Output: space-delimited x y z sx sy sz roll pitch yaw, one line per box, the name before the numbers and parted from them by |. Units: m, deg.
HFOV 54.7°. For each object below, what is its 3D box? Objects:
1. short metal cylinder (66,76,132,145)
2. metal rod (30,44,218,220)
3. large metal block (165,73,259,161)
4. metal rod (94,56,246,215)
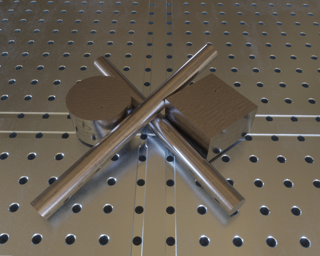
short metal cylinder | -0.077 -0.023 0.405 0.081 0.050 0.080 0 50 0
metal rod | -0.029 -0.009 0.383 0.025 0.025 0.301 35 66 25
large metal block | 0.063 -0.015 0.399 0.081 0.050 0.080 -31 57 -24
metal rod | -0.005 -0.008 0.409 0.025 0.025 0.300 -29 56 -22
